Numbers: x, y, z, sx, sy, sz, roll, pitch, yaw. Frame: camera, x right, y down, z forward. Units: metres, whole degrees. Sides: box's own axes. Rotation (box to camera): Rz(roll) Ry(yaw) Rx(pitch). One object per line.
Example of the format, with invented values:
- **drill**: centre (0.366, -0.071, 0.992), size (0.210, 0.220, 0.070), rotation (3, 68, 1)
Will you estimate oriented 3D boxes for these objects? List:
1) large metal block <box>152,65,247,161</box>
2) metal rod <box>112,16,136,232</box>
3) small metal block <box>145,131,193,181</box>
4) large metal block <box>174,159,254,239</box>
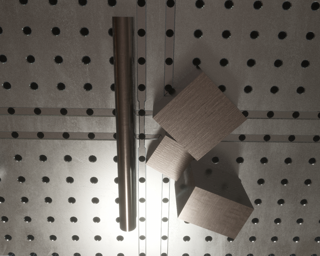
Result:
- **large metal block**: centre (0.048, -0.020, 0.394), size (0.080, 0.050, 0.080), rotation (-42, 105, 13)
- **metal rod**: centre (-0.046, 0.009, 0.415), size (0.025, 0.025, 0.298), rotation (1, 110, -1)
- **small metal block**: centre (0.015, 0.037, 0.428), size (0.050, 0.025, 0.050), rotation (30, 107, -11)
- **large metal block**: centre (0.069, 0.092, 0.419), size (0.080, 0.080, 0.050), rotation (23, 108, -9)
